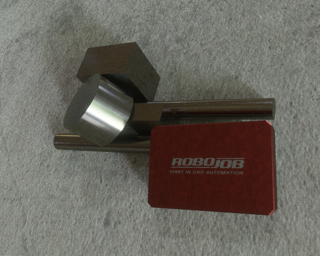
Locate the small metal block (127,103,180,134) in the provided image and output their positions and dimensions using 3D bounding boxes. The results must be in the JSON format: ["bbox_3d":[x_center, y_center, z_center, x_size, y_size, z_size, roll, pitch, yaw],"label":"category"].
[{"bbox_3d":[-0.009,-0.008,0.397,0.050,0.050,0.025,1,62,28],"label":"small metal block"}]

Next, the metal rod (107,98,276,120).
[{"bbox_3d":[-0.003,-0.024,0.421,0.300,0.025,0.025,1,62,28],"label":"metal rod"}]

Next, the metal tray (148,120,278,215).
[{"bbox_3d":[0.053,0.042,0.330,0.130,0.030,0.090,-3,78,25],"label":"metal tray"}]

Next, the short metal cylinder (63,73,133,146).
[{"bbox_3d":[-0.080,-0.023,0.398,0.080,0.050,0.080,-35,37,33],"label":"short metal cylinder"}]

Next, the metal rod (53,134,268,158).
[{"bbox_3d":[-0.019,0.021,0.402,0.300,0.025,0.025,0,62,27],"label":"metal rod"}]

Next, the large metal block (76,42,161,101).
[{"bbox_3d":[-0.057,-0.073,0.443,0.080,0.080,0.050,1,62,28],"label":"large metal block"}]
